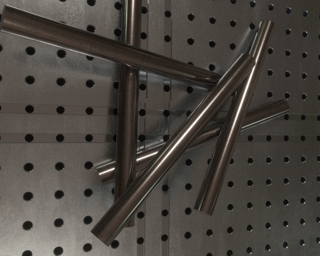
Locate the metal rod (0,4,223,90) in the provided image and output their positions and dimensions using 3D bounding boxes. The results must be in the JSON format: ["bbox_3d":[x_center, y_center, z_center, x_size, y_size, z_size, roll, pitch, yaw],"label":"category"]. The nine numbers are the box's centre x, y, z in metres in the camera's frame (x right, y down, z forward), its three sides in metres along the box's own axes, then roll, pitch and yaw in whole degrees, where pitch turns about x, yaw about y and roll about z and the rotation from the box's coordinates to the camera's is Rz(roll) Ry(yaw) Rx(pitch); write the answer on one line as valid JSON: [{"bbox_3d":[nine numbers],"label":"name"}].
[{"bbox_3d":[-0.020,-0.081,0.368,0.302,0.025,0.025,9,87,-34],"label":"metal rod"}]

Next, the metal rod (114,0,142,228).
[{"bbox_3d":[-0.039,-0.034,0.381,0.025,0.025,0.298,4,82,-20],"label":"metal rod"}]

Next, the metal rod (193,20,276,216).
[{"bbox_3d":[0.109,-0.026,0.431,0.025,0.025,0.300,29,72,-18],"label":"metal rod"}]

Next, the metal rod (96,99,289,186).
[{"bbox_3d":[0.059,0.014,0.435,0.302,0.025,0.025,-19,97,-19],"label":"metal rod"}]

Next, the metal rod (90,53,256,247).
[{"bbox_3d":[0.029,0.011,0.378,0.025,0.025,0.301,47,68,-14],"label":"metal rod"}]
